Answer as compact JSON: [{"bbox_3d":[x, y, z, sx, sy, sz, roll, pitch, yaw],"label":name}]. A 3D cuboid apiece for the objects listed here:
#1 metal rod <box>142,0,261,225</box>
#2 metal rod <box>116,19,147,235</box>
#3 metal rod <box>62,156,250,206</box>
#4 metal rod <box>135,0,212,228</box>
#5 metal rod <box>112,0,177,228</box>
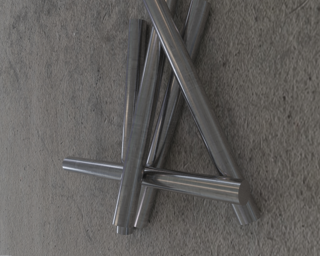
[{"bbox_3d":[0.038,-0.040,0.348,0.025,0.025,0.299,-29,80,36],"label":"metal rod"},{"bbox_3d":[-0.040,0.001,0.438,0.025,0.025,0.298,6,94,40],"label":"metal rod"},{"bbox_3d":[-0.032,0.060,0.395,0.300,0.025,0.025,1,91,41],"label":"metal rod"},{"bbox_3d":[0.009,-0.008,0.397,0.025,0.025,0.298,25,106,37],"label":"metal rod"},{"bbox_3d":[-0.015,-0.035,0.374,0.025,0.025,0.299,4,79,40],"label":"metal rod"}]
